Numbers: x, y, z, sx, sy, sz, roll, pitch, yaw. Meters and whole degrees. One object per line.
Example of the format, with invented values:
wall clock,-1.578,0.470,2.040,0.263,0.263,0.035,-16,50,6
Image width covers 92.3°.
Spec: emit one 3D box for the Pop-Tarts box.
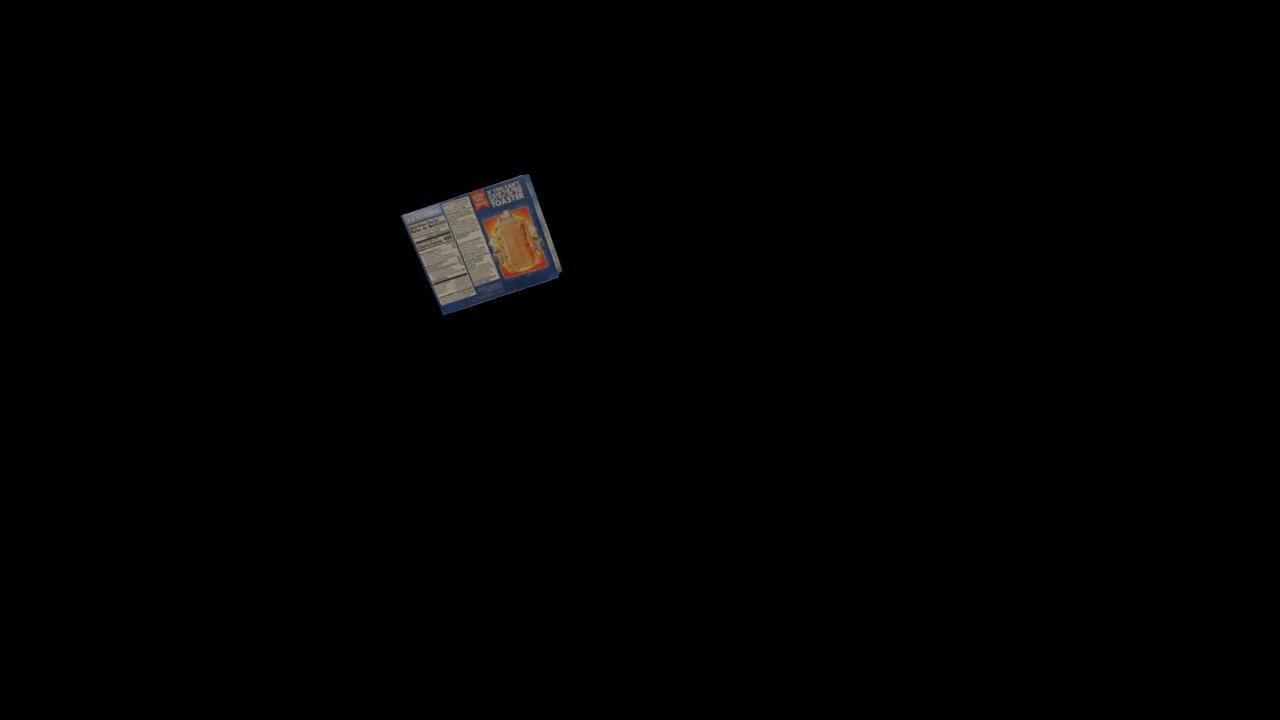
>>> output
Pop-Tarts box,-0.209,-0.158,0.839,0.167,0.141,0.083,-18,18,0
